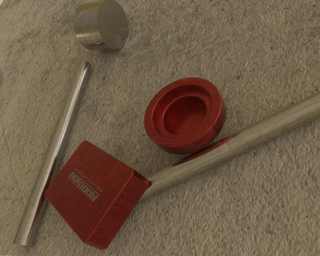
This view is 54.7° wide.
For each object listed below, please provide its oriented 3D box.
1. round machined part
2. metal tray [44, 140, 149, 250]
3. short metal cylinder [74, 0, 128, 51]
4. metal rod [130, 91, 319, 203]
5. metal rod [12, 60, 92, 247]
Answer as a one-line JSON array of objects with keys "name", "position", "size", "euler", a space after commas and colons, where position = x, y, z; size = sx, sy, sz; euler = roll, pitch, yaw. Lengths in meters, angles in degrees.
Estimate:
[{"name": "round machined part", "position": [0.034, -0.011, 0.380], "size": [0.098, 0.042, 0.098], "euler": [-15, 53, 21]}, {"name": "metal tray", "position": [-0.082, 0.074, 0.380], "size": [0.130, 0.030, 0.090], "euler": [21, 72, 49]}, {"name": "short metal cylinder", "position": [-0.098, -0.173, 0.527], "size": [0.050, 0.080, 0.080], "euler": [5, 64, 30]}, {"name": "metal rod", "position": [0.097, 0.013, 0.345], "size": [0.300, 0.025, 0.025], "euler": [-27, 52, 10]}, {"name": "metal rod", "position": [-0.155, 0.022, 0.471], "size": [0.025, 0.025, 0.300], "euler": [-4, 60, 26]}]
